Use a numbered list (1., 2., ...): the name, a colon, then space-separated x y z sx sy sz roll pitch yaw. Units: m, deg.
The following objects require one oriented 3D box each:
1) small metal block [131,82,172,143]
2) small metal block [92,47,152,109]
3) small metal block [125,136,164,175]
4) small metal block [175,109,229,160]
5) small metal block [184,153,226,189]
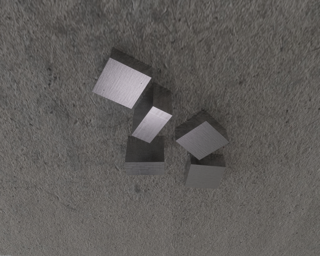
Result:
1. small metal block: -0.010 -0.019 0.375 0.025 0.050 0.050 25 126 -20
2. small metal block: -0.044 -0.057 0.358 0.050 0.025 0.050 24 126 -19
3. small metal block: -0.019 0.037 0.422 0.050 0.050 0.025 -1 130 0
4. small metal block: 0.056 0.010 0.416 0.050 0.025 0.050 -35 122 26
5. small metal block: 0.065 0.064 0.462 0.050 0.025 0.050 5 130 -5
